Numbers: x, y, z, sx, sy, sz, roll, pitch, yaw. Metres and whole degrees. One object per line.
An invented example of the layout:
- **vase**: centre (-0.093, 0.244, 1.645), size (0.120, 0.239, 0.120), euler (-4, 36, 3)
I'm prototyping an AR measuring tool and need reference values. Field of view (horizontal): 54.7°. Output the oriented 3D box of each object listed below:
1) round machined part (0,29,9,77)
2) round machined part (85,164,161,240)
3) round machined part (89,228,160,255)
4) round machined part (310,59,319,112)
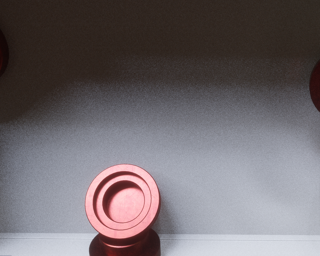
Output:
- **round machined part**: centre (-0.237, -0.091, 0.364), size (0.099, 0.042, 0.097), euler (-1, 111, -3)
- **round machined part**: centre (-0.047, 0.102, 0.421), size (0.099, 0.098, 0.042), euler (-2, 155, 5)
- **round machined part**: centre (-0.049, 0.161, 0.431), size (0.099, 0.098, 0.042), euler (-2, 107, 1)
- **round machined part**: centre (0.234, -0.055, 0.372), size (0.098, 0.042, 0.097), euler (8, 110, 22)
